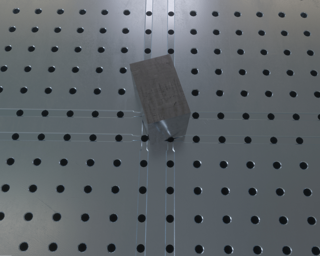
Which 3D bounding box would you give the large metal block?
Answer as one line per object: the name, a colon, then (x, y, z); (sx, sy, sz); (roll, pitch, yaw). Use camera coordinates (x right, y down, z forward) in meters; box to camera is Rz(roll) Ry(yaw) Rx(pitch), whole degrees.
large metal block: (-0.001, -0.033, 0.395); (0.050, 0.080, 0.080); (-16, 71, -5)
